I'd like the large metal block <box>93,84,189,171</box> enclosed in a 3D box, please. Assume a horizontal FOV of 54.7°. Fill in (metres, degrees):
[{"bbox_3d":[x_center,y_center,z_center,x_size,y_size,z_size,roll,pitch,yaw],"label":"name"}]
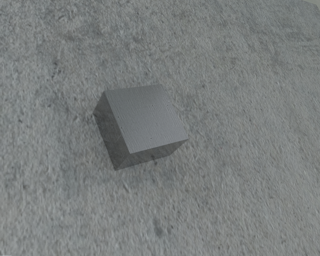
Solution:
[{"bbox_3d":[-0.025,-0.003,0.377,0.081,0.050,0.080,-12,68,-34],"label":"large metal block"}]
